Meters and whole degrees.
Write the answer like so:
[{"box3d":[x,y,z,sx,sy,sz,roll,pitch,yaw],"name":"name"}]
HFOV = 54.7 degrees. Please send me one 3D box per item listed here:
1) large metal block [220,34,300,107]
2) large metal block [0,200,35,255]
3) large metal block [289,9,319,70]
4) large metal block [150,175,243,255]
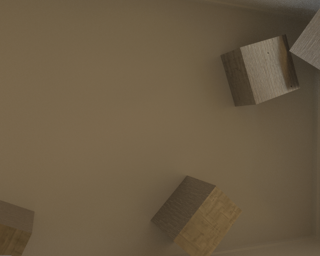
[{"box3d":[0.146,-0.083,0.453,0.081,0.050,0.080,-20,97,-19],"name":"large metal block"},{"box3d":[-0.180,0.106,0.315,0.080,0.080,0.050,26,81,-19],"name":"large metal block"},{"box3d":[0.242,-0.119,0.424,0.080,0.079,0.050,42,30,21],"name":"large metal block"},{"box3d":[0.044,0.114,0.399,0.050,0.080,0.080,45,76,-15],"name":"large metal block"}]
